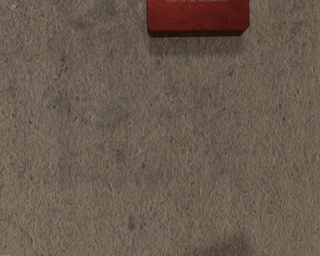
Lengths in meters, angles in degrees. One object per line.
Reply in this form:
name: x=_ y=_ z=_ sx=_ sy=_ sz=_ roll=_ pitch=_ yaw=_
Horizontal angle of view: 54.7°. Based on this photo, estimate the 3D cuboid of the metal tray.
metal tray: x=0.048 y=-0.169 z=0.408 sx=0.131 sy=0.030 sz=0.089 roll=-1 pitch=90 yaw=-1
